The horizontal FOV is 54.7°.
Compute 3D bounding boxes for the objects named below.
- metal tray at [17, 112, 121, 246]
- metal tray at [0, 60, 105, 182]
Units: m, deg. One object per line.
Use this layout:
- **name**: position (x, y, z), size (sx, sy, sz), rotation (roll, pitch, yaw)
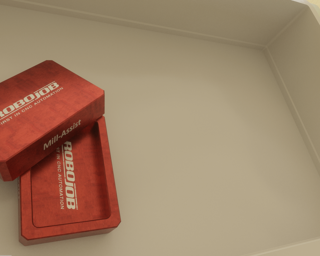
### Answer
- **metal tray**: position (-0.097, 0.046, 0.321), size (0.091, 0.030, 0.130), rotation (1, 61, -28)
- **metal tray**: position (-0.132, -0.016, 0.319), size (0.090, 0.030, 0.131), rotation (31, 48, 19)
